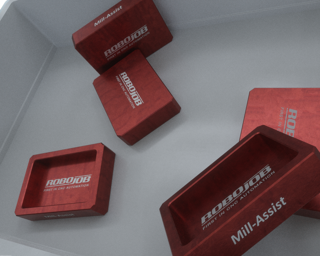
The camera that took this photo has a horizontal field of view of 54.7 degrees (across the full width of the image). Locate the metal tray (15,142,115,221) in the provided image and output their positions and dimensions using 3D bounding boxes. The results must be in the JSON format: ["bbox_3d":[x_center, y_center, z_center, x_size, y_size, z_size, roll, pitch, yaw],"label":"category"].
[{"bbox_3d":[-0.129,0.075,0.424,0.130,0.030,0.090,-11,57,22],"label":"metal tray"}]

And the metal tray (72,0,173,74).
[{"bbox_3d":[-0.056,-0.140,0.478,0.130,0.090,0.030,-31,52,8],"label":"metal tray"}]

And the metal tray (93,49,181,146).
[{"bbox_3d":[-0.038,-0.048,0.453,0.090,0.030,0.130,-35,51,5],"label":"metal tray"}]

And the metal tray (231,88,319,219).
[{"bbox_3d":[0.131,0.020,0.322,0.090,0.030,0.130,4,64,30],"label":"metal tray"}]

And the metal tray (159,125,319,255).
[{"bbox_3d":[0.064,0.057,0.263,0.130,0.030,0.090,-39,14,1],"label":"metal tray"}]
